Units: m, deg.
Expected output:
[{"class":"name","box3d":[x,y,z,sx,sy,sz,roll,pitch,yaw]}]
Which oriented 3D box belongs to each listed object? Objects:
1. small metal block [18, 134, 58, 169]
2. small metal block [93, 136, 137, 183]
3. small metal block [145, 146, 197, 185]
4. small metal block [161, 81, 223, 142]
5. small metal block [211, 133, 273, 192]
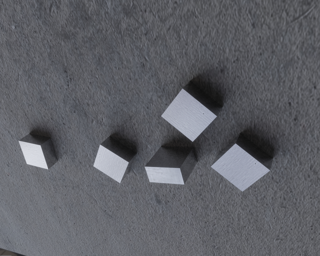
[{"class":"small metal block","box3d":[-0.214,0.041,0.545,0.050,0.025,0.050,9,122,23]},{"class":"small metal block","box3d":[-0.069,0.049,0.473,0.050,0.025,0.050,31,128,8]},{"class":"small metal block","box3d":[0.016,0.048,0.412,0.050,0.050,0.025,-1,118,29]},{"class":"small metal block","box3d":[0.038,-0.020,0.375,0.050,0.025,0.050,39,129,1]},{"class":"small metal block","box3d":[0.100,0.043,0.380,0.050,0.025,0.050,39,129,2]}]
